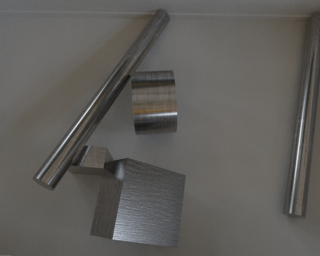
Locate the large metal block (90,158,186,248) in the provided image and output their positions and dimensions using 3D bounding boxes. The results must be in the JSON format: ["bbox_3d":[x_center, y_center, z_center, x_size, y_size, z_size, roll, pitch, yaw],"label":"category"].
[{"bbox_3d":[-0.022,0.085,0.345,0.080,0.050,0.080,22,67,-32],"label":"large metal block"}]

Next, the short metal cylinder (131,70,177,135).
[{"bbox_3d":[-0.007,-0.032,0.392,0.050,0.080,0.080,-4,70,-2],"label":"short metal cylinder"}]

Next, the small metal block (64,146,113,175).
[{"bbox_3d":[-0.088,0.041,0.380,0.050,0.050,0.025,5,70,1],"label":"small metal block"}]

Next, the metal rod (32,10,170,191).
[{"bbox_3d":[-0.059,-0.055,0.396,0.025,0.025,0.300,24,59,8],"label":"metal rod"}]

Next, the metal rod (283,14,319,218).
[{"bbox_3d":[0.201,-0.030,0.423,0.025,0.025,0.299,15,70,5],"label":"metal rod"}]
